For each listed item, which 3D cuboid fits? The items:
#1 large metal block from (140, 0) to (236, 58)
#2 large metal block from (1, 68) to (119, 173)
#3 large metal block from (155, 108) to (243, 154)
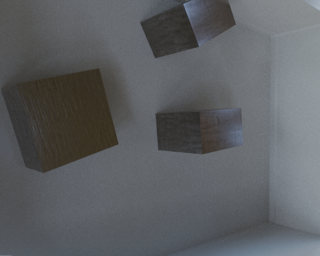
[{"bbox_3d":[0.036,-0.135,0.401,0.080,0.080,0.050,-37,113,-34],"label":"large metal block"},{"bbox_3d":[-0.097,-0.010,0.309,0.081,0.050,0.080,-21,104,-38],"label":"large metal block"},{"bbox_3d":[0.052,0.002,0.414,0.081,0.080,0.050,-7,95,-40],"label":"large metal block"}]
